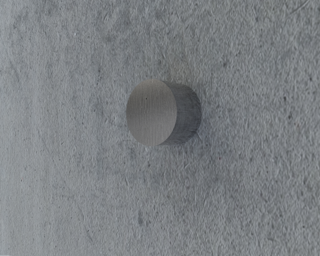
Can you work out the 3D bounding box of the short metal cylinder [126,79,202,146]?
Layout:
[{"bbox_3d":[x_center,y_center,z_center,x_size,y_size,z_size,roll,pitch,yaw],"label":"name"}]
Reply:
[{"bbox_3d":[0.004,-0.018,0.386,0.080,0.050,0.080,0,90,40],"label":"short metal cylinder"}]
